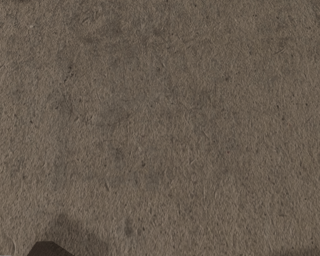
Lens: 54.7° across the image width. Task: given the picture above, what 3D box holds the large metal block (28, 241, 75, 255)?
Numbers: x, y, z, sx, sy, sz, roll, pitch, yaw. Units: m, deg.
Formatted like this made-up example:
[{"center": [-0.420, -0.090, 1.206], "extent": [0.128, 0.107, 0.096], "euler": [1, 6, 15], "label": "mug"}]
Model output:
[{"center": [-0.115, 0.178, 0.328], "extent": [0.080, 0.050, 0.080], "euler": [29, 72, 9], "label": "large metal block"}]
